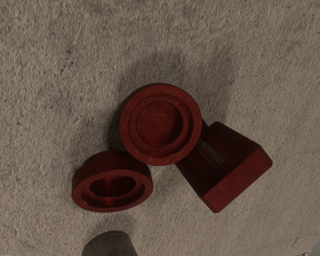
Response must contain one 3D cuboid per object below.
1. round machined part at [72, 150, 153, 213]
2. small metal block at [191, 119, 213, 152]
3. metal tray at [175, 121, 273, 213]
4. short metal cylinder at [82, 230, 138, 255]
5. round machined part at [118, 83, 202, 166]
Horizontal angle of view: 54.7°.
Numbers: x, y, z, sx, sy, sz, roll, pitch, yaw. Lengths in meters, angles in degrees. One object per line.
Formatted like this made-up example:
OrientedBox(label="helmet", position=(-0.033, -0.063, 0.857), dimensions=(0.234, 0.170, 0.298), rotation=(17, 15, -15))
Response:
OrientedBox(label="round machined part", position=(-0.060, 0.064, 0.390), dimensions=(0.099, 0.042, 0.097), rotation=(-8, 139, -7))
OrientedBox(label="small metal block", position=(0.038, 0.003, 0.432), dimensions=(0.050, 0.025, 0.050), rotation=(-41, 129, 0))
OrientedBox(label="metal tray", position=(0.074, 0.044, 0.407), dimensions=(0.090, 0.130, 0.030), rotation=(-41, 109, 0))
OrientedBox(label="short metal cylinder", position=(-0.075, 0.207, 0.479), dimensions=(0.081, 0.050, 0.079), rotation=(-14, 125, -21))
OrientedBox(label="round machined part", position=(-0.002, -0.007, 0.378), dimensions=(0.099, 0.042, 0.097), rotation=(-2, 103, -10))
